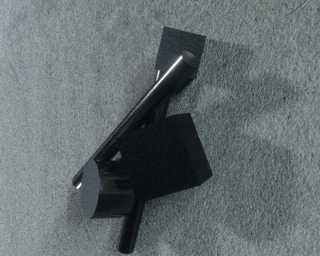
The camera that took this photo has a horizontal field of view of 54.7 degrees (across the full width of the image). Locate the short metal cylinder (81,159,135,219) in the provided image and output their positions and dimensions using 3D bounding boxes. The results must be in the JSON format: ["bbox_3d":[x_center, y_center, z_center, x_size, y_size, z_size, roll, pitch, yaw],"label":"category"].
[{"bbox_3d":[-0.075,0.085,0.435,0.080,0.050,0.080,-20,66,57],"label":"short metal cylinder"}]

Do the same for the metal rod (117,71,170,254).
[{"bbox_3d":[-0.016,0.032,0.419,0.025,0.025,0.298,22,104,38],"label":"metal rod"}]

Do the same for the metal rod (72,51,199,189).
[{"bbox_3d":[-0.051,0.008,0.426,0.298,0.025,0.025,-45,63,38],"label":"metal rod"}]

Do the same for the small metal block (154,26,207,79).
[{"bbox_3d":[0.024,-0.089,0.371,0.050,0.025,0.050,13,100,-1],"label":"small metal block"}]

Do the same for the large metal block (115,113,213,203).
[{"bbox_3d":[0.005,0.034,0.366,0.080,0.050,0.080,-22,85,25],"label":"large metal block"}]
